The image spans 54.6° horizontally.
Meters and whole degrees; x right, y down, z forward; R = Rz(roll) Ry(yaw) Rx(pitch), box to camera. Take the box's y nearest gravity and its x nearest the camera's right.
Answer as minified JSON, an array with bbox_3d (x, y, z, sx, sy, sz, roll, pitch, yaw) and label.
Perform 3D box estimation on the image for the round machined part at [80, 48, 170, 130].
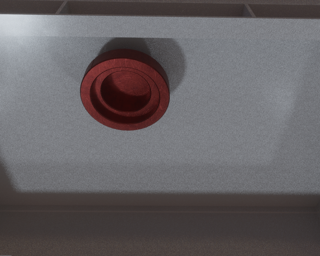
[{"bbox_3d":[-0.038,-0.047,0.357,0.099,0.042,0.097,0,130,0],"label":"round machined part"}]
